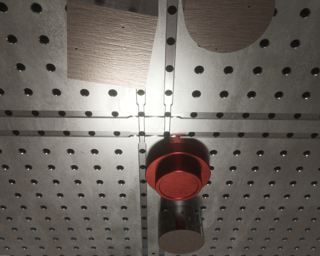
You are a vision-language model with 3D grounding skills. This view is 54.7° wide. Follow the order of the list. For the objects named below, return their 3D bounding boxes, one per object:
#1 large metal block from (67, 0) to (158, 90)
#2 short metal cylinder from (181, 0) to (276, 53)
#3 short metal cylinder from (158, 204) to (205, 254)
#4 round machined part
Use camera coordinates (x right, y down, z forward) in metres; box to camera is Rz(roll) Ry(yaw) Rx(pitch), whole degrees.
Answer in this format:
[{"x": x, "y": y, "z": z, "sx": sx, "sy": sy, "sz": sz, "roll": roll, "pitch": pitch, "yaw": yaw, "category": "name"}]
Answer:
[{"x": -0.048, "y": -0.091, "z": 0.317, "sx": 0.081, "sy": 0.050, "sz": 0.079, "roll": 8, "pitch": 130, "yaw": -7, "category": "large metal block"}, {"x": 0.062, "y": -0.119, "z": 0.295, "sx": 0.081, "sy": 0.050, "sz": 0.079, "roll": 0, "pitch": 130, "yaw": 0, "category": "short metal cylinder"}, {"x": 0.036, "y": 0.180, "z": 0.549, "sx": 0.081, "sy": 0.050, "sz": 0.079, "roll": 0, "pitch": 130, "yaw": 0, "category": "short metal cylinder"}, {"x": 0.027, "y": 0.072, "z": 0.462, "sx": 0.099, "sy": 0.042, "sz": 0.097, "roll": -1, "pitch": 130, "yaw": 0, "category": "round machined part"}]
